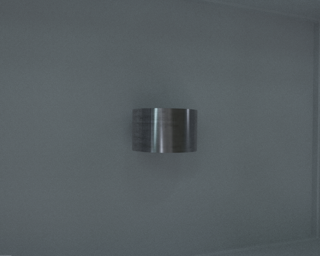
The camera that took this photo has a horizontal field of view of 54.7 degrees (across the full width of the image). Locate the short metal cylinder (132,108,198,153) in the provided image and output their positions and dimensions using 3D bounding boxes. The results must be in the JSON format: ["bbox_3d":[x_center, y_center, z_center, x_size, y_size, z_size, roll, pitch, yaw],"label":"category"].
[{"bbox_3d":[0.006,0.003,0.385,0.081,0.080,0.050,1,90,-20],"label":"short metal cylinder"}]
